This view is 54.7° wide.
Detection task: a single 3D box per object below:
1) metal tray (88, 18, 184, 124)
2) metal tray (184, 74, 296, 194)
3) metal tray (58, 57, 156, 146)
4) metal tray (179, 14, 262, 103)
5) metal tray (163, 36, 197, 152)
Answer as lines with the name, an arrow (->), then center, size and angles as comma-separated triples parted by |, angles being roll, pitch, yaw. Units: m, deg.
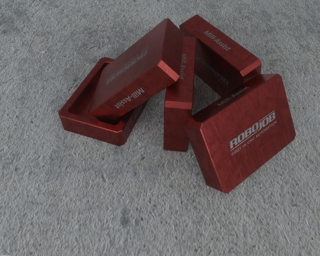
metal tray -> -0.031, -0.068, 0.388 | 0.130, 0.030, 0.090 | -28, 38, 36
metal tray -> 0.098, 0.003, 0.361 | 0.131, 0.090, 0.030 | -32, 22, -24
metal tray -> -0.068, -0.042, 0.436 | 0.090, 0.030, 0.130 | 16, 52, 12
metal tray -> 0.083, -0.090, 0.436 | 0.030, 0.090, 0.130 | -35, 57, -9
metal tray -> 0.026, -0.046, 0.401 | 0.030, 0.089, 0.130 | 5, 51, 4
